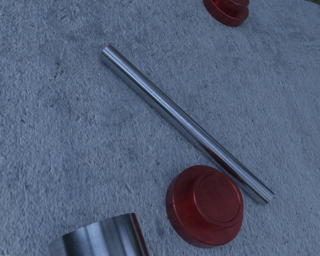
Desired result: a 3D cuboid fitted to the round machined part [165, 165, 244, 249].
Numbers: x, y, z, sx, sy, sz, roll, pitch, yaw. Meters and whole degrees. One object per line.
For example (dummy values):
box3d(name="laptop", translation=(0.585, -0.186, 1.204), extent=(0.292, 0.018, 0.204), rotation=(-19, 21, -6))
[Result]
box3d(name="round machined part", translation=(0.060, 0.089, 0.370), extent=(0.099, 0.042, 0.098), rotation=(14, 56, -21))

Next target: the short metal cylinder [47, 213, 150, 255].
box3d(name="short metal cylinder", translation=(-0.051, 0.114, 0.272), extent=(0.081, 0.080, 0.050), rotation=(-9, 67, -32))

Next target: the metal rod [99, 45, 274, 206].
box3d(name="metal rod", translation=(0.036, -0.004, 0.425), extent=(0.300, 0.025, 0.025), rotation=(42, 51, 1))

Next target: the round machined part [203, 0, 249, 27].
box3d(name="round machined part", translation=(0.139, -0.255, 0.623), extent=(0.099, 0.042, 0.098), rotation=(14, 56, -21))
